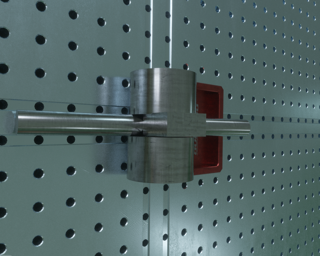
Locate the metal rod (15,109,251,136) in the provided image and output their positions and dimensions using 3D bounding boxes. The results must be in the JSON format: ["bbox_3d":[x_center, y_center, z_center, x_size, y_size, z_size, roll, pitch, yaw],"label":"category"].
[{"bbox_3d":[-0.007,-0.003,0.373,0.303,0.025,0.025,1,89,-31],"label":"metal rod"}]

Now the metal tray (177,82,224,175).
[{"bbox_3d":[0.051,0.001,0.448,0.091,0.030,0.129,1,89,-40],"label":"metal tray"}]

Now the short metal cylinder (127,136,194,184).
[{"bbox_3d":[0.001,0.035,0.373,0.081,0.080,0.050,2,89,-40],"label":"short metal cylinder"}]

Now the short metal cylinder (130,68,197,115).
[{"bbox_3d":[0.004,-0.040,0.374,0.081,0.080,0.050,1,90,-40],"label":"short metal cylinder"}]

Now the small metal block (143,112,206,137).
[{"bbox_3d":[0.015,-0.004,0.344,0.050,0.050,0.025,1,90,-32],"label":"small metal block"}]
